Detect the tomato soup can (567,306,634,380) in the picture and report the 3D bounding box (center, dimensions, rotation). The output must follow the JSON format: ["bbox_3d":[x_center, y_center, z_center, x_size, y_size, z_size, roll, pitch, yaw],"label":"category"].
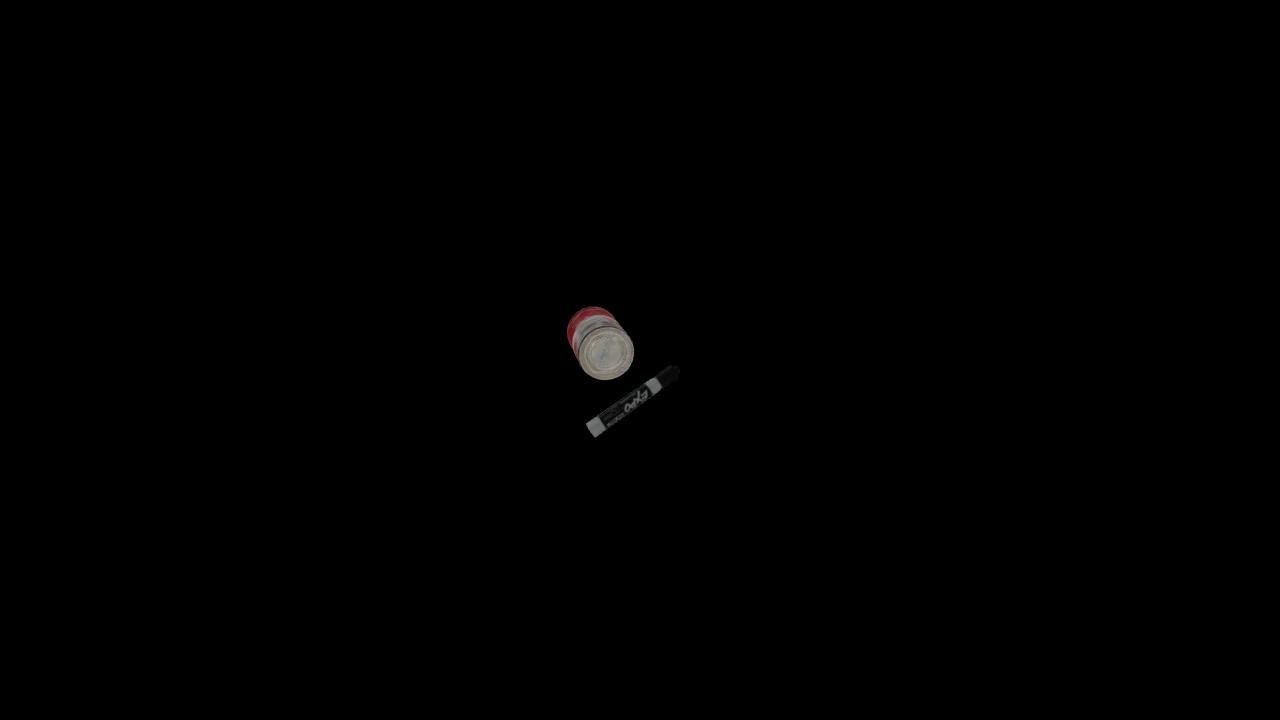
[{"bbox_3d":[-0.049,-0.022,0.746,0.068,0.068,0.101,0,17,-15],"label":"tomato soup can"}]

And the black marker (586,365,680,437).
[{"bbox_3d":[-0.006,0.044,0.681,0.121,0.020,0.020,-35,8,-12],"label":"black marker"}]
